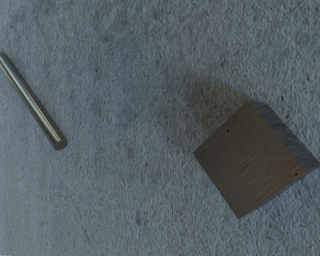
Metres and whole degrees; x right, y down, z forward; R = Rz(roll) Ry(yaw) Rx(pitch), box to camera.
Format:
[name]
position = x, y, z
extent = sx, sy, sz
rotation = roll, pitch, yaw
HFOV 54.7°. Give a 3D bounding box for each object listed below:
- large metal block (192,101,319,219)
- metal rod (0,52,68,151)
[large metal block]
position = 0.094, 0.031, 0.310
extent = 0.080, 0.050, 0.080
rotation = -48, 62, 29
[metal rod]
position = -0.265, -0.064, 0.619
extent = 0.300, 0.025, 0.025
rotation = 46, 117, 29
